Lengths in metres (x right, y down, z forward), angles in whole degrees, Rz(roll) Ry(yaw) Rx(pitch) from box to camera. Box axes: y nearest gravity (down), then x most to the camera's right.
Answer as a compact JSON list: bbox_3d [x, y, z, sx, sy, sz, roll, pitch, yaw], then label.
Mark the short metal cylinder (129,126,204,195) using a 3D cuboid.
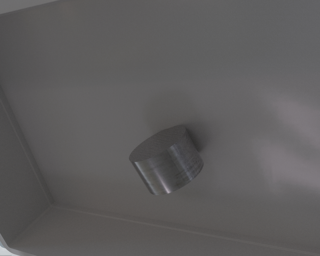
[{"bbox_3d":[0.008,0.040,0.394,0.080,0.080,0.050,-18,109,35],"label":"short metal cylinder"}]
